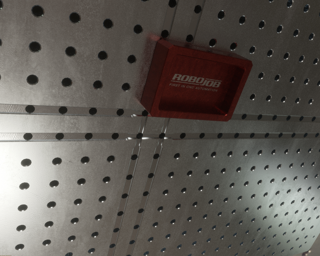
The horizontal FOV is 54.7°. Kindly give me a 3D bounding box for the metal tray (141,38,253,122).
[{"bbox_3d":[0.049,-0.057,0.400,0.131,0.030,0.089,3,117,-30],"label":"metal tray"}]
